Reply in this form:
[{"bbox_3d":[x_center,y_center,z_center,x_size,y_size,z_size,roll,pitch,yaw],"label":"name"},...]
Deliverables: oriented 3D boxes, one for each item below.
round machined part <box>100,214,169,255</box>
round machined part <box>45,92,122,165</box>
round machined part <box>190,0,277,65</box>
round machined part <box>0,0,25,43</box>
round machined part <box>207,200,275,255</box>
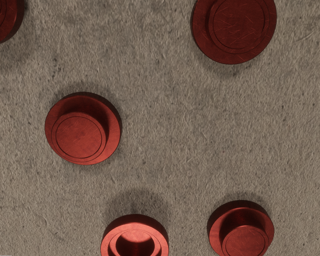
[{"bbox_3d":[-0.036,0.169,0.462,0.099,0.042,0.097,0,110,-1],"label":"round machined part"},{"bbox_3d":[-0.100,0.005,0.401,0.099,0.042,0.097,0,110,-1],"label":"round machined part"},{"bbox_3d":[0.086,-0.122,0.357,0.099,0.042,0.097,0,110,-1],"label":"round machined part"},{"bbox_3d":[-0.201,-0.142,0.346,0.099,0.042,0.097,0,110,-1],"label":"round machined part"},{"bbox_3d":[0.122,0.160,0.462,0.099,0.042,0.097,0,110,-1],"label":"round machined part"}]
